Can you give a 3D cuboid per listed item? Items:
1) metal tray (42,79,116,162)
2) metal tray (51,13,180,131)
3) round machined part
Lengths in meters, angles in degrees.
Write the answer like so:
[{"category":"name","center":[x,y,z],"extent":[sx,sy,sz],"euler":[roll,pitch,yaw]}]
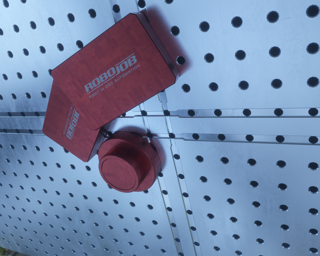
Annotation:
[{"category":"metal tray","center":[-0.121,-0.019,0.460],"extent":[0.090,0.030,0.129],"euler":[34,129,5]},{"category":"metal tray","center":[-0.054,-0.065,0.374],"extent":[0.130,0.030,0.090],"euler":[-29,103,21]},{"category":"round machined part","center":[-0.052,0.058,0.463],"extent":[0.098,0.042,0.097],"euler":[13,124,21]}]
